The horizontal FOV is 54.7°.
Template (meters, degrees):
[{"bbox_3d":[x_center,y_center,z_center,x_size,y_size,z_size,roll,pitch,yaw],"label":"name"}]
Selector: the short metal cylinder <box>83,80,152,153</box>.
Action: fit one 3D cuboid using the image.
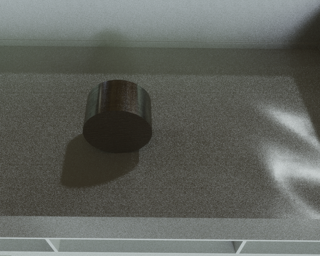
[{"bbox_3d":[-0.051,-0.012,0.379,0.081,0.080,0.050,-2,50,-2],"label":"short metal cylinder"}]
